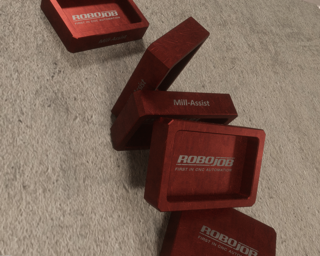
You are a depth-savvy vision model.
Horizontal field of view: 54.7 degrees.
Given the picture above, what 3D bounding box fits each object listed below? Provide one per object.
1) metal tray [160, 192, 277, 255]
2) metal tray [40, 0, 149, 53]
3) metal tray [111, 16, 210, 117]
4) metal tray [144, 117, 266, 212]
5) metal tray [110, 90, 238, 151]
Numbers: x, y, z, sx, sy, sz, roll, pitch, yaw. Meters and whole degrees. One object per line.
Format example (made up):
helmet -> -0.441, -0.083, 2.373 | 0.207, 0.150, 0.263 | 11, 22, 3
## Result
metal tray -> 0.071, 0.137, 0.357 | 0.131, 0.030, 0.090 | 28, 52, -11
metal tray -> -0.091, -0.164, 0.452 | 0.131, 0.030, 0.090 | -25, 75, -37
metal tray -> -0.003, -0.064, 0.376 | 0.030, 0.129, 0.090 | 43, 51, 1
metal tray -> 0.052, 0.039, 0.335 | 0.131, 0.030, 0.089 | 5, 94, -30
metal tray -> 0.016, -0.007, 0.376 | 0.131, 0.090, 0.030 | -1, 63, -29
